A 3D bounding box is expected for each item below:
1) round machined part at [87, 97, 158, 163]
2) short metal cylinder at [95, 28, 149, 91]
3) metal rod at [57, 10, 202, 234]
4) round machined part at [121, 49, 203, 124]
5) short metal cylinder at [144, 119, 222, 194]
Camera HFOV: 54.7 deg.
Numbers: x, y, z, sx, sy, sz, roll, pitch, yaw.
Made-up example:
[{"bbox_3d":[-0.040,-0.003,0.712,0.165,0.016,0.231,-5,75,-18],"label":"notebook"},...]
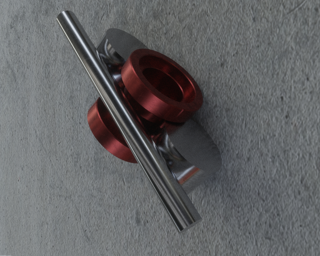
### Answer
[{"bbox_3d":[-0.037,-0.008,0.385,0.042,0.099,0.098,-45,64,26],"label":"round machined part"},{"bbox_3d":[-0.049,-0.085,0.408,0.050,0.081,0.080,-46,63,30],"label":"short metal cylinder"},{"bbox_3d":[-0.047,-0.026,0.339,0.025,0.025,0.299,-47,62,29],"label":"metal rod"},{"bbox_3d":[-0.002,-0.043,0.359,0.042,0.099,0.098,-49,61,34],"label":"round machined part"},{"bbox_3d":[0.023,0.030,0.350,0.050,0.081,0.080,-46,63,30],"label":"short metal cylinder"}]
